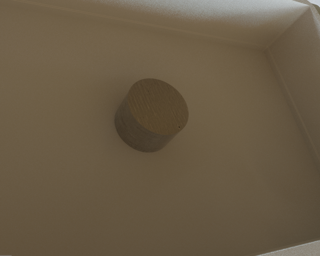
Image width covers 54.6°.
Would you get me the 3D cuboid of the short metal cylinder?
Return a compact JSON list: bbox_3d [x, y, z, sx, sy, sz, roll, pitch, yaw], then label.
[{"bbox_3d":[-0.011,-0.016,0.393,0.081,0.050,0.080,13,56,-21],"label":"short metal cylinder"}]
